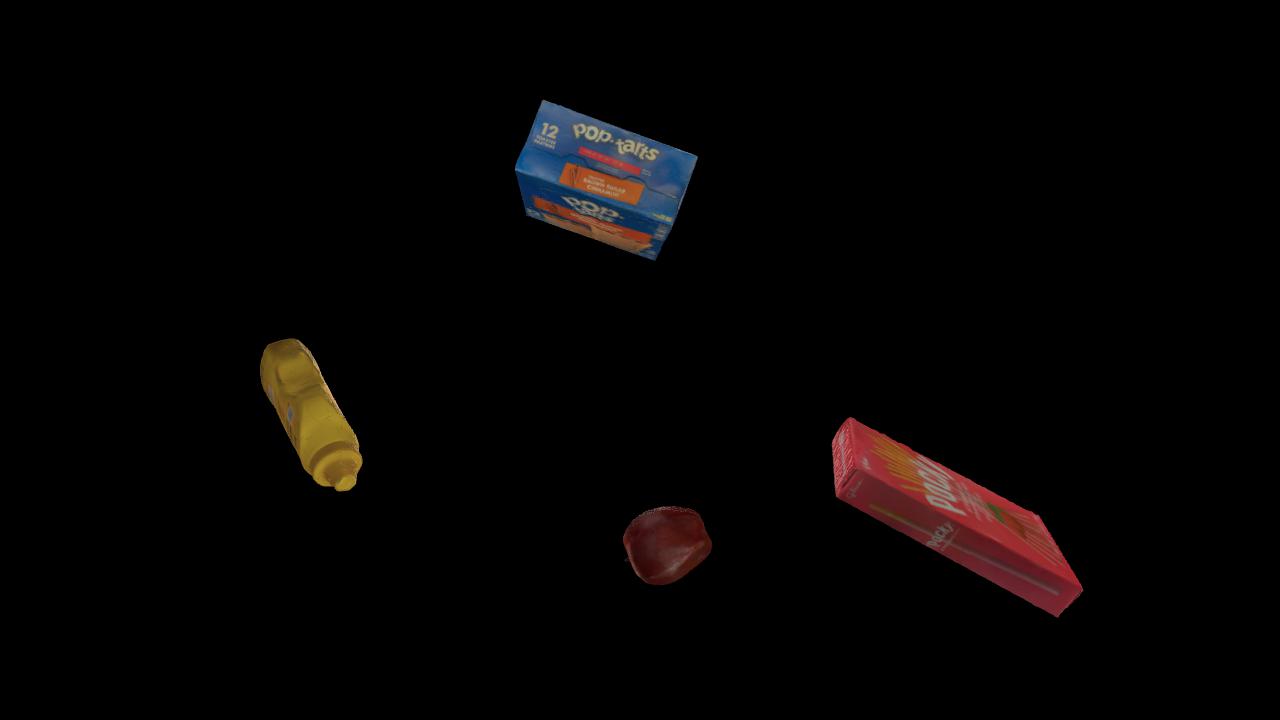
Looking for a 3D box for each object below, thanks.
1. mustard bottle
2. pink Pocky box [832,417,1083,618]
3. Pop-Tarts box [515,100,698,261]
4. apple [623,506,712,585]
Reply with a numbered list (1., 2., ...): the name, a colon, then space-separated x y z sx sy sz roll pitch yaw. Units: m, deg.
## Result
1. mustard bottle: -0.312 0.061 0.590 0.054 0.092 0.184 -15 42 -37
2. pink Pocky box: 0.206 0.100 0.417 0.155 0.029 0.084 28 23 5
3. Pop-Tarts box: -0.039 -0.188 0.676 0.167 0.083 0.141 18 -7 -4
4. apple: 0.026 0.194 0.651 0.093 0.079 0.079 -24 1 -2
